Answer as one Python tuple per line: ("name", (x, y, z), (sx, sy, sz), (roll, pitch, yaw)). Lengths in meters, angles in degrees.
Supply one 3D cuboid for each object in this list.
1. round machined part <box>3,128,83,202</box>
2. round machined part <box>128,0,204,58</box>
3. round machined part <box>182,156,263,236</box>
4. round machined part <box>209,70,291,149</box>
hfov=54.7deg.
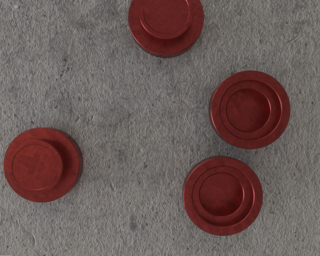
("round machined part", (-0.153, 0.048, 0.400), (0.099, 0.042, 0.097), (0, 90, 0))
("round machined part", (0.008, -0.144, 0.401), (0.099, 0.042, 0.097), (0, 90, 0))
("round machined part", (0.078, 0.084, 0.402), (0.099, 0.042, 0.097), (0, 90, 0))
("round machined part", (0.112, -0.023, 0.402), (0.099, 0.042, 0.097), (0, 90, 0))
